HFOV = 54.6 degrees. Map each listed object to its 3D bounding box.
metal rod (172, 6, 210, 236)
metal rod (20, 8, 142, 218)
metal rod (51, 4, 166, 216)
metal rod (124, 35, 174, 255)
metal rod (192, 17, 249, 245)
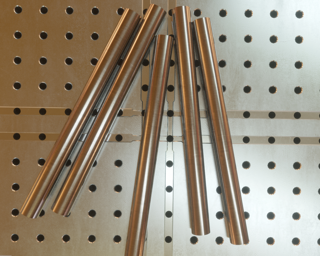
[{"bbox_3d":[0.042,-0.009,0.414,0.025,0.025,0.298,-5,90,0],"label":"metal rod"},{"bbox_3d":[-0.104,-0.019,0.412,0.025,0.025,0.299,28,90,0],"label":"metal rod"},{"bbox_3d":[-0.068,-0.024,0.413,0.025,0.025,0.299,26,90,0],"label":"metal rod"},{"bbox_3d":[-0.015,0.027,0.413,0.025,0.025,0.298,8,90,0],"label":"metal rod"},{"bbox_3d":[0.081,0.004,0.414,0.025,0.025,0.299,-10,90,0],"label":"metal rod"}]
